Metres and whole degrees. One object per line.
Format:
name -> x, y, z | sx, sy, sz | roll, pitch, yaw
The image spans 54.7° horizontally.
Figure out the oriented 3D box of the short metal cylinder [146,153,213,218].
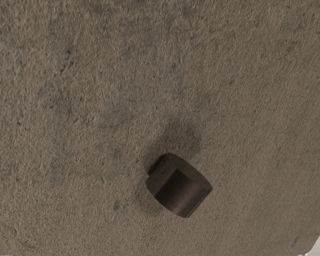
short metal cylinder -> 0.027, 0.080, 0.437 | 0.080, 0.080, 0.050 | 31, 101, -38
